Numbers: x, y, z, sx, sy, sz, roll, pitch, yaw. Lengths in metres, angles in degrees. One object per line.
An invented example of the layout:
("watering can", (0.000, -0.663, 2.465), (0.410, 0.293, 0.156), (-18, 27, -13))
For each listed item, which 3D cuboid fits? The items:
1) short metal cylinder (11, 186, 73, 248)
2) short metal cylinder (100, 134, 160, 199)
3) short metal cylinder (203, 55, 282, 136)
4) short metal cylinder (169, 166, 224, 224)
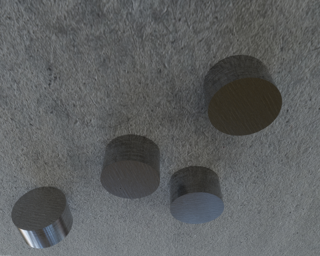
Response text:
("short metal cylinder", (-0.183, 0.140, 0.488), (0.080, 0.080, 0.050), (-1, 130, 1))
("short metal cylinder", (-0.040, 0.055, 0.437), (0.081, 0.050, 0.079), (0, 130, 0))
("short metal cylinder", (0.093, -0.037, 0.360), (0.081, 0.050, 0.079), (0, 130, 0))
("short metal cylinder", (0.055, 0.105, 0.480), (0.081, 0.050, 0.079), (0, 130, 0))
